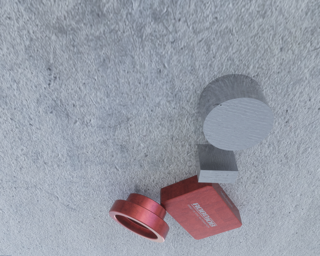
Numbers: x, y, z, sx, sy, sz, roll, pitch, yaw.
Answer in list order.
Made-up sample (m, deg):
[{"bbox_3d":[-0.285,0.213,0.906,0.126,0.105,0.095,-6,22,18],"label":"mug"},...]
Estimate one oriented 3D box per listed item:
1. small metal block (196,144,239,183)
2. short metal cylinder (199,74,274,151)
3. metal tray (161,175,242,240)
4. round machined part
[{"bbox_3d":[0.078,0.049,0.434,0.050,0.050,0.025,2,130,-2],"label":"small metal block"},{"bbox_3d":[0.090,-0.018,0.376,0.081,0.050,0.079,0,130,0],"label":"short metal cylinder"},{"bbox_3d":[0.070,0.134,0.519,0.090,0.030,0.130,-25,126,19],"label":"metal tray"},{"bbox_3d":[-0.029,0.140,0.497,0.098,0.042,0.098,21,150,14],"label":"round machined part"}]
